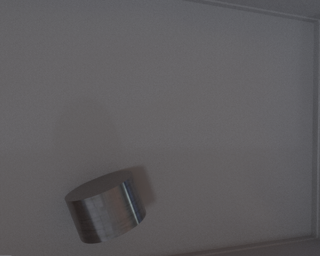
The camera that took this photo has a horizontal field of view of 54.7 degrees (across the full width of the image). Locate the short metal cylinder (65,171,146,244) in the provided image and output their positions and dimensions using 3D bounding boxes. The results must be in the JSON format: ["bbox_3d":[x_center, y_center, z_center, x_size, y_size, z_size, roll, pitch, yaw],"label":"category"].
[{"bbox_3d":[-0.062,0.089,0.359,0.081,0.080,0.050,-21,98,-19],"label":"short metal cylinder"}]
